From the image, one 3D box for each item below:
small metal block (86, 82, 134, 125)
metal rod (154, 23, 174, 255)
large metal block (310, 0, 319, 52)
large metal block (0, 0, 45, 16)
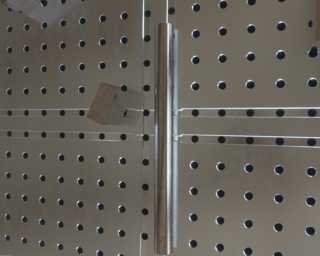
[{"bbox_3d":[-0.067,-0.032,0.423,0.025,0.050,0.050,27,99,18],"label":"small metal block"},{"bbox_3d":[0.005,0.014,0.410,0.025,0.025,0.298,0,90,20],"label":"metal rod"},{"bbox_3d":[0.206,-0.128,0.326,0.080,0.050,0.079,1,91,20],"label":"large metal block"},{"bbox_3d":[-0.209,-0.235,0.473,0.080,0.050,0.080,-32,80,17],"label":"large metal block"}]
